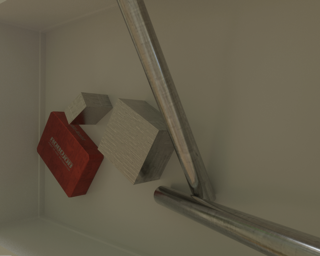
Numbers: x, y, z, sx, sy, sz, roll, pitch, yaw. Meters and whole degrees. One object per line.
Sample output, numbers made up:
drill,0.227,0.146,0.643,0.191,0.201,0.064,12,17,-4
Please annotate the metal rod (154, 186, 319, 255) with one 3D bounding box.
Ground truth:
metal rod,0.067,0.085,0.270,0.299,0.025,0.025,177,92,-65

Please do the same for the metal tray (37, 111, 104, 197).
metal tray,-0.158,0.042,0.531,0.130,0.030,0.089,43,116,31

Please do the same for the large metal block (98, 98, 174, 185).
large metal block,-0.028,0.016,0.411,0.080,0.050,0.079,38,113,33

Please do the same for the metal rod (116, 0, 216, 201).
metal rod,0.001,-0.050,0.327,0.025,0.025,0.298,-10,108,39

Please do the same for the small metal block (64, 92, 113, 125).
small metal block,-0.110,-0.029,0.479,0.050,0.050,0.025,-38,67,33
